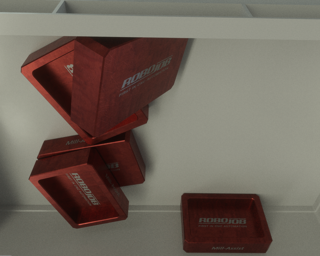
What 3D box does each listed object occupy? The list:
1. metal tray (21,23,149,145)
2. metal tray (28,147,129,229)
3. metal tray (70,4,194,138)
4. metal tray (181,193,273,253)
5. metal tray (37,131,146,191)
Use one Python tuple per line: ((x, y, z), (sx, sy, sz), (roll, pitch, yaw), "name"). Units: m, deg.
((-0.082, -0.044, 0.366), (0.090, 0.030, 0.130), (-22, 127, 17), "metal tray")
((-0.109, 0.090, 0.440), (0.090, 0.030, 0.129), (-14, 129, 11), "metal tray")
((-0.023, -0.058, 0.293), (0.030, 0.131, 0.089), (34, 133, 18), "metal tray")
((0.101, 0.150, 0.495), (0.131, 0.090, 0.030), (1, 130, -2), "metal tray")
((-0.095, 0.050, 0.447), (0.131, 0.030, 0.090), (-10, 130, 8), "metal tray")
